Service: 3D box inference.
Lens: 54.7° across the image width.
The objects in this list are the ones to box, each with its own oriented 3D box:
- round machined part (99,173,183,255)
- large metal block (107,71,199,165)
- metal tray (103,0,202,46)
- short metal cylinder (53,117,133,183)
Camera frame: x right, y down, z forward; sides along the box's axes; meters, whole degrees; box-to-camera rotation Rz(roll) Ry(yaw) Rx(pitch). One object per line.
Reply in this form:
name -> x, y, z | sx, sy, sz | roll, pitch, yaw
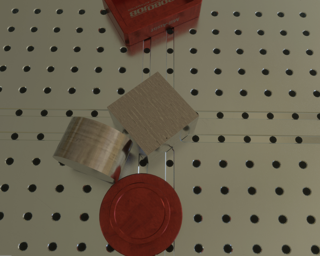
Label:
round machined part -> -0.022, 0.101, 0.365 | 0.099, 0.042, 0.098 | 0, 70, 0
large metal block -> -0.009, -0.012, 0.403 | 0.080, 0.050, 0.080 | -37, 74, -13
metal tray -> -0.013, -0.193, 0.479 | 0.131, 0.030, 0.090 | -26, 72, -9
short metal cylinder -> -0.079, 0.027, 0.372 | 0.080, 0.080, 0.050 | 19, 71, 6
